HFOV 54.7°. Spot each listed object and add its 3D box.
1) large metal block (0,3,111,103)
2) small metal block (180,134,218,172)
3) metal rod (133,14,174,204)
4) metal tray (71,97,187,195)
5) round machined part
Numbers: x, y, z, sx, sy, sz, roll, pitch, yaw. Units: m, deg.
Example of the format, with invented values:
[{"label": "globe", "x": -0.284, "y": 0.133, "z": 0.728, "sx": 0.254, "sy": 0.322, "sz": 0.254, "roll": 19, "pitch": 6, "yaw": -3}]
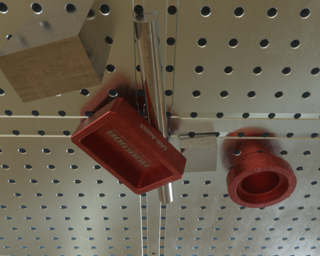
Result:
[{"label": "large metal block", "x": -0.100, "y": -0.076, "z": 0.309, "sx": 0.080, "sy": 0.080, "sz": 0.050, "roll": -12, "pitch": 129, "yaw": 9}, {"label": "small metal block", "x": 0.055, "y": 0.037, "z": 0.444, "sx": 0.050, "sy": 0.025, "sz": 0.050, "roll": -3, "pitch": 130, "yaw": 2}, {"label": "metal rod", "x": -0.002, "y": 0.001, "z": 0.412, "sx": 0.025, "sy": 0.025, "sz": 0.298, "roll": -4, "pitch": 130, "yaw": 3}, {"label": "metal tray", "x": -0.040, "y": 0.029, "z": 0.409, "sx": 0.090, "sy": 0.030, "sz": 0.130, "roll": -29, "pitch": 117, "yaw": 35}, {"label": "round machined part", "x": 0.149, "y": 0.074, "z": 0.466, "sx": 0.099, "sy": 0.042, "sz": 0.097, "roll": -1, "pitch": 130, "yaw": 0}]
